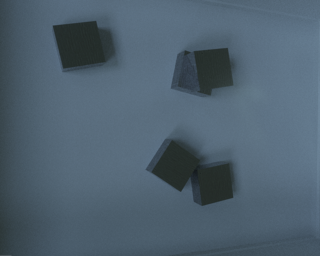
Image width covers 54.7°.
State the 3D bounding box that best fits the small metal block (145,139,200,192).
[{"bbox_3d":[0.017,0.050,0.418,0.050,0.025,0.050,36,78,-17],"label":"small metal block"}]

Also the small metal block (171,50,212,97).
[{"bbox_3d":[0.047,-0.074,0.429,0.050,0.025,0.050,13,86,-20],"label":"small metal block"}]

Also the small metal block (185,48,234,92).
[{"bbox_3d":[0.065,-0.076,0.409,0.050,0.025,0.050,-11,94,-20],"label":"small metal block"}]

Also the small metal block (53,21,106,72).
[{"bbox_3d":[-0.098,-0.098,0.375,0.050,0.025,0.050,-14,95,-20],"label":"small metal block"}]

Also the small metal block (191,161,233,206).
[{"bbox_3d":[0.073,0.078,0.439,0.050,0.025,0.050,-9,93,-20],"label":"small metal block"}]
